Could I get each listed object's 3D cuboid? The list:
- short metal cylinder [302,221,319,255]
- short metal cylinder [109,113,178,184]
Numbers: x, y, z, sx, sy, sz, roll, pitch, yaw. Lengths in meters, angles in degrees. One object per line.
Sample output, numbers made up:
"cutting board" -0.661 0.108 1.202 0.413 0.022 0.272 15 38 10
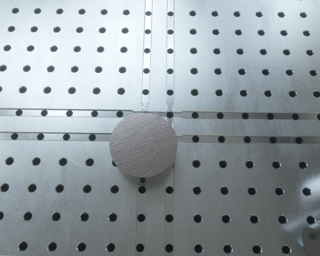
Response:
"short metal cylinder" 0.202 0.135 0.335 0.050 0.080 0.080 -22 72 -8
"short metal cylinder" -0.019 0.027 0.388 0.081 0.050 0.080 0 70 0
